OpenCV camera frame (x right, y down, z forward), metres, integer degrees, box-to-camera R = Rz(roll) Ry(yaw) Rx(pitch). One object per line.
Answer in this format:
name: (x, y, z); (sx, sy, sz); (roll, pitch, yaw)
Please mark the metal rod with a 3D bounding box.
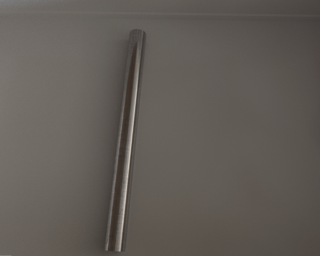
metal rod: (-0.043, 0.001, 0.408); (0.025, 0.025, 0.299); (4, 70, 1)
